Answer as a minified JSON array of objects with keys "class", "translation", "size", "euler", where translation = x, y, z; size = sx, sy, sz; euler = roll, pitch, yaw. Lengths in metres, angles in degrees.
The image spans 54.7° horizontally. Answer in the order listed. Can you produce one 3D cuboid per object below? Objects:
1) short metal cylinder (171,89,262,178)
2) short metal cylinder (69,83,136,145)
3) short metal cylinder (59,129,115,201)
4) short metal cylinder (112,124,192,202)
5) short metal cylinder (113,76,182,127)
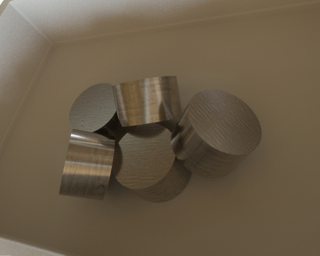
[{"class":"short metal cylinder","translation":[0.058,0.006,0.327],"size":[0.081,0.050,0.080],"euler":[11,52,-14]},{"class":"short metal cylinder","translation":[-0.079,-0.016,0.436],"size":[0.080,0.050,0.080],"euler":[-13,56,20]},{"class":"short metal cylinder","translation":[-0.089,0.045,0.377],"size":[0.050,0.080,0.080],"euler":[11,59,-14]},{"class":"short metal cylinder","translation":[-0.009,0.041,0.366],"size":[0.080,0.050,0.080],"euler":[-13,56,20]},{"class":"short metal cylinder","translation":[-0.015,-0.033,0.385],"size":[0.080,0.080,0.050],"euler":[-8,94,24]}]
